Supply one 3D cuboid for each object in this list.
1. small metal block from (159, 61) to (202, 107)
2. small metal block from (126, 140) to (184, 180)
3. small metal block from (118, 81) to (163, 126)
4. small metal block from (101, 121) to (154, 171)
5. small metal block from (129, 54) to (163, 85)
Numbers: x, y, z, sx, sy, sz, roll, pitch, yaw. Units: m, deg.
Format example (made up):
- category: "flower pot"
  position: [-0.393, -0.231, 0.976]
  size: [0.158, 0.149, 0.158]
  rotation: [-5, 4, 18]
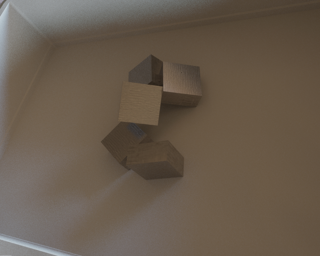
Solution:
- category: "small metal block"
  position: [0.026, -0.058, 0.411]
  size: [0.050, 0.025, 0.050]
  rotation: [6, 58, -10]
- category: "small metal block"
  position: [-0.004, 0.039, 0.367]
  size: [0.050, 0.050, 0.025]
  rotation: [-9, 58, 23]
- category: "small metal block"
  position: [-0.026, -0.032, 0.400]
  size: [0.050, 0.025, 0.050]
  rotation: [7, 95, -10]
- category: "small metal block"
  position: [-0.043, 0.020, 0.415]
  size: [0.050, 0.025, 0.050]
  rotation: [-45, 51, -4]
- category: "small metal block"
  position: [-0.020, -0.069, 0.446]
  size: [0.050, 0.025, 0.050]
  rotation: [-31, 48, 37]
